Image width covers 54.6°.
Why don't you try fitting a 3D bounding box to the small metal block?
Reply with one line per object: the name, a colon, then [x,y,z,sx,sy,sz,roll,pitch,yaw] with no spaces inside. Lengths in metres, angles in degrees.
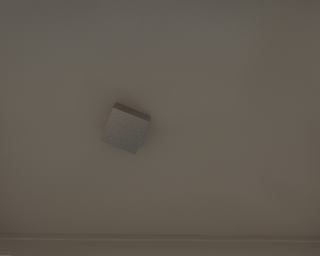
small metal block: [-0.046,0.000,0.411,0.050,0.025,0.050,22,109,-8]
